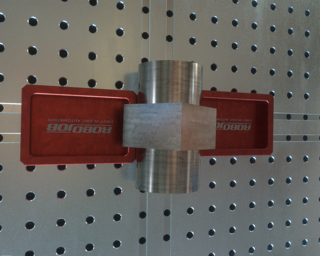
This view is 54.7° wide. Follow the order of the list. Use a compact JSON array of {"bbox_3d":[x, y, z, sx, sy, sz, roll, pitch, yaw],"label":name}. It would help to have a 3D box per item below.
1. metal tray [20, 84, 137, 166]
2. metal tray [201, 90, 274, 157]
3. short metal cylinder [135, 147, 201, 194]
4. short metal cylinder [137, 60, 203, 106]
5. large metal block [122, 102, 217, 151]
[{"bbox_3d":[-0.095,-0.002,0.374,0.131,0.030,0.089,1,90,-20],"label":"metal tray"},{"bbox_3d":[0.101,-0.006,0.447,0.131,0.030,0.089,1,90,-20],"label":"metal tray"},{"bbox_3d":[0.010,0.049,0.387,0.081,0.080,0.050,2,90,-20],"label":"short metal cylinder"},{"bbox_3d":[0.012,-0.051,0.387,0.081,0.080,0.050,1,90,-20],"label":"short metal cylinder"},{"bbox_3d":[0.013,-0.001,0.373,0.080,0.080,0.050,3,88,-54],"label":"large metal block"}]
